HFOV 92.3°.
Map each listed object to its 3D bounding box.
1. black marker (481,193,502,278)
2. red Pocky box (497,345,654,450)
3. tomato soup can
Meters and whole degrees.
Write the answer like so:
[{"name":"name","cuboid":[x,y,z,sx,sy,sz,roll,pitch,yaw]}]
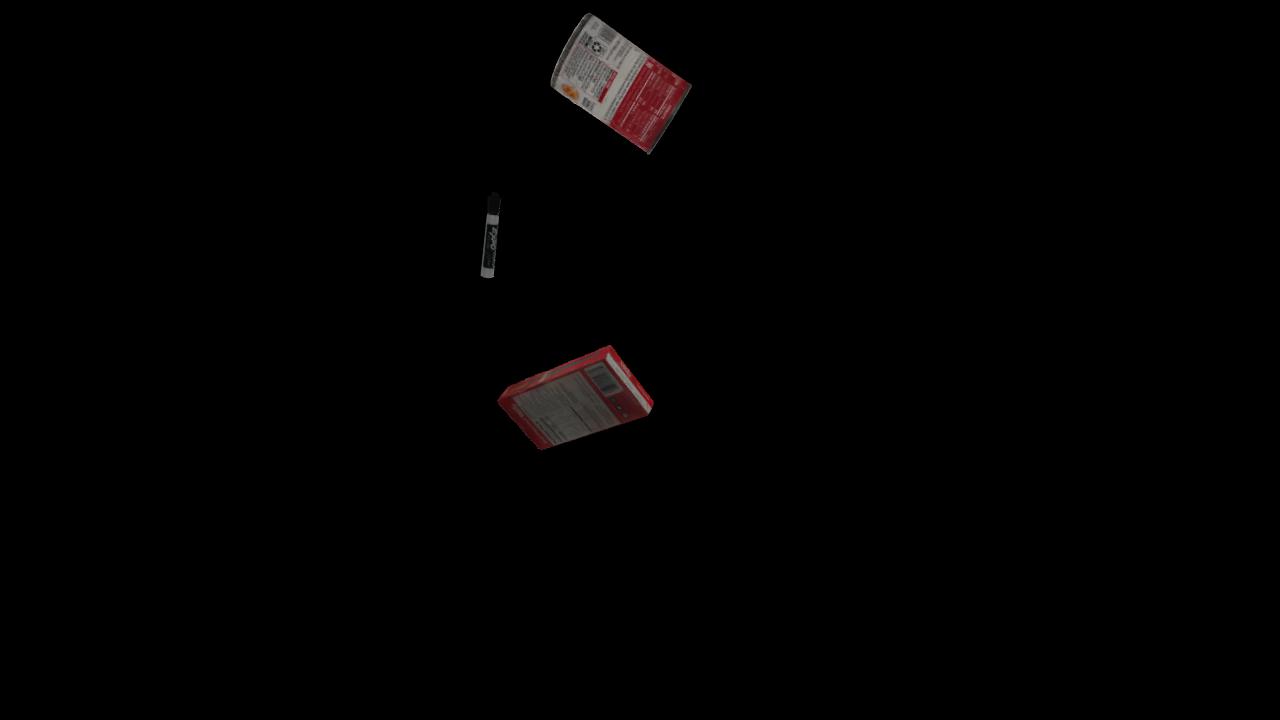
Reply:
[{"name":"black marker","cuboid":[-0.210,-0.175,0.867,0.020,0.121,0.020,10,26,-5]},{"name":"red Pocky box","cuboid":[-0.071,0.043,0.655,0.155,0.083,0.028,-21,29,30]},{"name":"tomato soup can","cuboid":[-0.017,-0.231,0.519,0.101,0.068,0.068,31,-7,-12]}]
